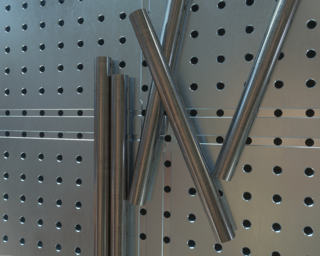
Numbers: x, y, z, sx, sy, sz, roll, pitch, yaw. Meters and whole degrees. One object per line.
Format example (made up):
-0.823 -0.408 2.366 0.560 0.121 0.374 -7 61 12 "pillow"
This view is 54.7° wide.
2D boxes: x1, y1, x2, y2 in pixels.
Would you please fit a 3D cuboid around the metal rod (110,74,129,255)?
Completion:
-0.056 0.076 0.431 0.025 0.025 0.298 0 90 19 "metal rod"

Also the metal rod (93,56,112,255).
-0.081 0.050 0.439 0.025 0.025 0.298 0 90 19 "metal rod"

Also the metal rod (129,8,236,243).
0.027 -0.003 0.384 0.025 0.025 0.299 -21 90 18 "metal rod"

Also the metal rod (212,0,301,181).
0.125 -0.079 0.368 0.025 0.025 0.298 22 97 18 "metal rod"

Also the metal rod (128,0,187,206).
-0.002 -0.044 0.412 0.025 0.025 0.298 13 94 19 "metal rod"
